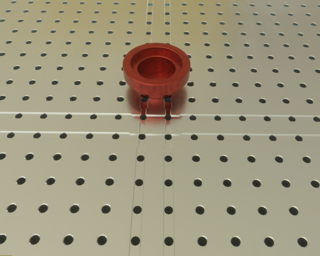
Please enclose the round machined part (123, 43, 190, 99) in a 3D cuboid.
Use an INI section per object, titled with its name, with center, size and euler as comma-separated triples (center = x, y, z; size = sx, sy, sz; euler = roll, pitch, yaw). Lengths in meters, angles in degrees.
[round machined part]
center = -0.005, -0.082, 0.466
size = 0.099, 0.042, 0.098
euler = 0, 50, 0
